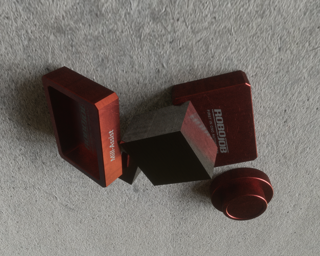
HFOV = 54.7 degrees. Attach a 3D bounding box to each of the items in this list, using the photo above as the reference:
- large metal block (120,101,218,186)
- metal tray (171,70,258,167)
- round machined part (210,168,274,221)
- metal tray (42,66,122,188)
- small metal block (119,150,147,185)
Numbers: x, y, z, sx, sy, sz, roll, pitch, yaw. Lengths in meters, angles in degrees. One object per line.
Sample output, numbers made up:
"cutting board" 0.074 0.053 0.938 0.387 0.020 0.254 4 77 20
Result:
"large metal block" 0.013 0.022 0.373 0.080 0.050 0.080 -13 127 31
"metal tray" 0.074 -0.004 0.402 0.090 0.030 0.129 -12 130 9
"round machined part" 0.131 0.111 0.493 0.099 0.042 0.097 -1 130 0
"metal tray" -0.090 0.002 0.371 0.090 0.030 0.129 28 136 26
"small metal block" -0.033 0.040 0.421 0.025 0.050 0.050 27 129 8
